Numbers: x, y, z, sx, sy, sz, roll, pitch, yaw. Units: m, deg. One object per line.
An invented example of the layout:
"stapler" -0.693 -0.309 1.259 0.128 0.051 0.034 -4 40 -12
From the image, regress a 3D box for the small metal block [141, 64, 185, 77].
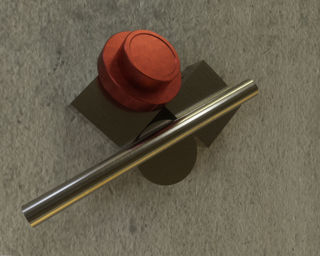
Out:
"small metal block" -0.005 -0.069 0.408 0.050 0.025 0.050 45 76 -15

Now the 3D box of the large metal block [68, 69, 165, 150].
"large metal block" -0.052 -0.029 0.377 0.080 0.050 0.080 44 76 -15

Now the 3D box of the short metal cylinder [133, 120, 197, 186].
"short metal cylinder" 0.000 0.030 0.397 0.081 0.050 0.079 0 90 -21

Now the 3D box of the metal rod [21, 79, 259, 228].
"metal rod" -0.007 0.018 0.355 0.302 0.025 0.025 -29 100 -18

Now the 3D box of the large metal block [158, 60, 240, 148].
"large metal block" 0.050 -0.031 0.417 0.080 0.050 0.080 43 76 -15

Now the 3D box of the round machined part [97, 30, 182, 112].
"round machined part" -0.016 -0.070 0.349 0.099 0.042 0.098 15 57 -25
